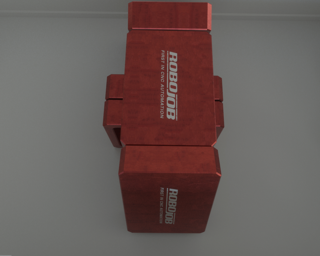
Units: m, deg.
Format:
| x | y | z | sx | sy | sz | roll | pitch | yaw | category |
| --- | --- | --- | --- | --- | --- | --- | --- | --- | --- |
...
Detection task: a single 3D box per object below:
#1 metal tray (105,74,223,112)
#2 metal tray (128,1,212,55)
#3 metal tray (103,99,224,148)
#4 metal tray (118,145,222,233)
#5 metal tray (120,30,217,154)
| x | y | z | sx | sy | sz | roll | pitch | yaw | category |
| --- | --- | --- | --- | --- | --- | --- | --- | --- | --- |
| 0.005 | -0.031 | 0.385 | 0.131 | 0.090 | 0.030 | 1 | 70 | 0 | metal tray |
| 0.011 | -0.121 | 0.396 | 0.091 | 0.130 | 0.030 | 1 | 91 | 0 | metal tray |
| 0.004 | -0.002 | 0.375 | 0.131 | 0.090 | 0.030 | 1 | 70 | 0 | metal tray |
| 0.008 | 0.070 | 0.325 | 0.091 | 0.129 | 0.030 | 1 | 49 | -1 | metal tray |
| 0.009 | -0.039 | 0.324 | 0.091 | 0.030 | 0.130 | 1 | 70 | -1 | metal tray |
